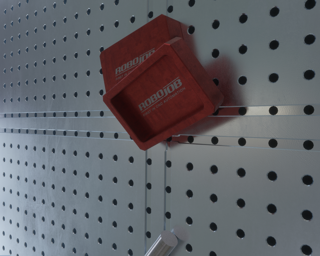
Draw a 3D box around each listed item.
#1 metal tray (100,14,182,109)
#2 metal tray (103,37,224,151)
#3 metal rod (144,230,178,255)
[{"bbox_3d":[-0.025,-0.084,0.427,0.130,0.030,0.090,-18,79,38],"label":"metal tray"},{"bbox_3d":[-0.001,-0.035,0.375,0.130,0.030,0.090,-31,99,40],"label":"metal tray"},{"bbox_3d":[-0.059,0.259,0.458,0.025,0.025,0.298,46,117,30],"label":"metal rod"}]
